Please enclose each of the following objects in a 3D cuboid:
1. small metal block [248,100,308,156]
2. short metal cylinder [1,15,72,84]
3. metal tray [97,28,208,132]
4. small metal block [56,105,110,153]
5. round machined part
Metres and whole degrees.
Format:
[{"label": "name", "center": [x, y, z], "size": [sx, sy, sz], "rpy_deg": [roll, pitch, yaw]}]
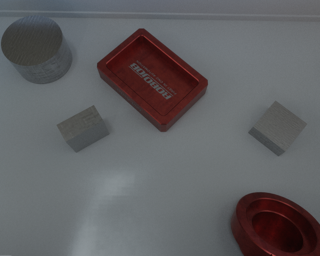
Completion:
[{"label": "small metal block", "center": [0.156, 0.001, 0.411], "size": [0.050, 0.025, 0.050], "rpy_deg": [40, 75, 13]}, {"label": "short metal cylinder", "center": [-0.170, -0.109, 0.434], "size": [0.081, 0.050, 0.080], "rpy_deg": [0, 70, 0]}, {"label": "metal tray", "center": [-0.011, -0.069, 0.431], "size": [0.130, 0.030, 0.090], "rpy_deg": [42, 75, 13]}, {"label": "small metal block", "center": [-0.096, 0.002, 0.394], "size": [0.050, 0.050, 0.025], "rpy_deg": [-30, 73, -11]}, {"label": "round machined part", "center": [0.125, 0.120, 0.341], "size": [0.099, 0.042, 0.098], "rpy_deg": [10, 30, -6]}]
